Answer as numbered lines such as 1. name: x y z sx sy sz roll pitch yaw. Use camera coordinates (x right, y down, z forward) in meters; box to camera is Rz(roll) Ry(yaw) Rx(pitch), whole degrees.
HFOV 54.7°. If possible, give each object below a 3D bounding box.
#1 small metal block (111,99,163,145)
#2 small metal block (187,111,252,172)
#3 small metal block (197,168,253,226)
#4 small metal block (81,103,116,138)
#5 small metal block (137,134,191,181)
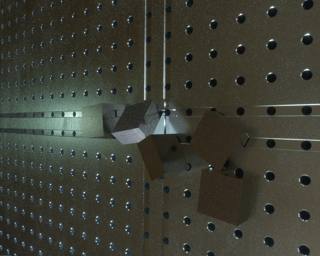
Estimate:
1. small metal block: -0.030 -0.007 0.415 0.050 0.025 0.050 -11 42 39
2. small metal block: 0.067 0.014 0.353 0.050 0.025 0.050 37 113 33
3. small metal block: 0.072 0.075 0.348 0.050 0.025 0.050 9 96 39
4. small metal block: -0.097 -0.011 0.486 0.050 0.025 0.050 -6 86 39
5. small metal block: 0.005 0.035 0.387 0.025 0.050 0.050 -35 69 34
